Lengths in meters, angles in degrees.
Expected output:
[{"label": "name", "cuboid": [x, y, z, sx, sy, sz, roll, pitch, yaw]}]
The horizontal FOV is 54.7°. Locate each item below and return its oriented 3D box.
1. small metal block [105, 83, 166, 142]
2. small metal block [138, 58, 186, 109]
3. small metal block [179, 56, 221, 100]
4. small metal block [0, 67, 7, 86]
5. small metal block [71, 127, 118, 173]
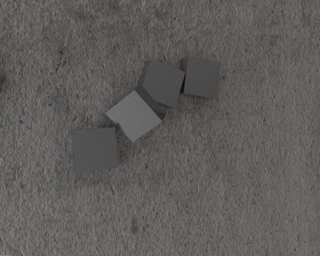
[{"label": "small metal block", "cuboid": [-0.030, -0.018, 0.384, 0.050, 0.025, 0.050, -35, 105, 24]}, {"label": "small metal block", "cuboid": [0.000, -0.057, 0.409, 0.050, 0.025, 0.050, 18, 84, -19]}, {"label": "small metal block", "cuboid": [0.053, -0.068, 0.428, 0.050, 0.025, 0.050, 8, 88, -20]}, {"label": "small metal block", "cuboid": [-0.195, -0.061, 0.324, 0.050, 0.050, 0.025, 28, 81, -18]}, {"label": "small metal block", "cuboid": [-0.081, 0.026, 0.379, 0.050, 0.025, 0.050, -5, 92, -20]}]
